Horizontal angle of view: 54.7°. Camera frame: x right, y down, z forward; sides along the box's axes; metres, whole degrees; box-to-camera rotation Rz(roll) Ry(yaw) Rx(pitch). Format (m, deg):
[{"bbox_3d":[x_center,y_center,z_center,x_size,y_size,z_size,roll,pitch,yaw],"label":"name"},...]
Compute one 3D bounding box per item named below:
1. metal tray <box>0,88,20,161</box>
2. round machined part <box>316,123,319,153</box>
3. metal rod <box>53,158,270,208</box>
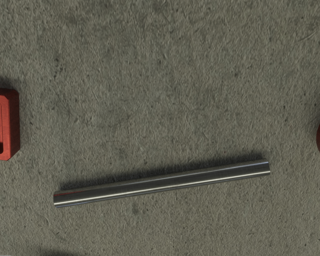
[{"bbox_3d":[-0.254,-0.011,0.400,0.131,0.030,0.089,7,110,-3],"label":"metal tray"},{"bbox_3d":[0.254,0.006,0.406,0.099,0.042,0.097,0,110,0],"label":"round machined part"},{"bbox_3d":[0.000,0.078,0.438,0.302,0.025,0.025,-9,110,3],"label":"metal rod"}]
